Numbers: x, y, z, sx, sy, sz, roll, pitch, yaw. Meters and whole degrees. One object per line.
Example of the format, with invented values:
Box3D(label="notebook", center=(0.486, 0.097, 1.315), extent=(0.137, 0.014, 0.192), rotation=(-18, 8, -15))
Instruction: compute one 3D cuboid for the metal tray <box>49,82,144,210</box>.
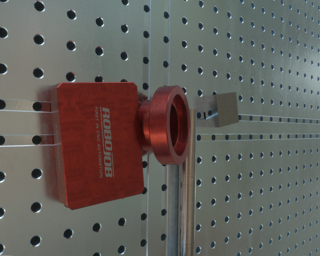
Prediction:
Box3D(label="metal tray", center=(-0.068, 0.015, 0.344), extent=(0.091, 0.030, 0.129), rotation=(-6, 94, -33))

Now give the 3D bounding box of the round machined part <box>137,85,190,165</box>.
Box3D(label="round machined part", center=(0.005, -0.003, 0.387), extent=(0.098, 0.042, 0.097), rotation=(-2, 90, -69))

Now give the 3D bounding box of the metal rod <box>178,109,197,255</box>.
Box3D(label="metal rod", center=(0.039, 0.122, 0.444), extent=(0.025, 0.025, 0.298), rotation=(1, 89, -40))

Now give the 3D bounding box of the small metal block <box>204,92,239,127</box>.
Box3D(label="small metal block", center=(0.099, -0.030, 0.495), extent=(0.050, 0.025, 0.050), rotation=(-13, 98, -40))
